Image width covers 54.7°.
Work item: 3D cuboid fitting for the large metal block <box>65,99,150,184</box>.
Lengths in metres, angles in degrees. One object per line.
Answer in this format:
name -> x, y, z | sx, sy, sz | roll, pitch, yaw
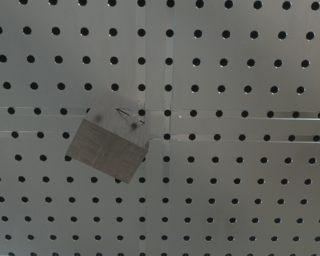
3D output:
large metal block -> -0.060, 0.014, 0.388 | 0.080, 0.080, 0.050 | 28, 108, -10
